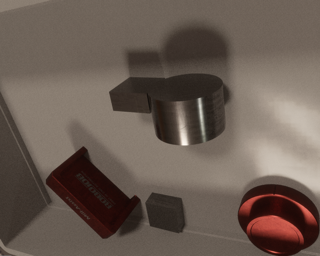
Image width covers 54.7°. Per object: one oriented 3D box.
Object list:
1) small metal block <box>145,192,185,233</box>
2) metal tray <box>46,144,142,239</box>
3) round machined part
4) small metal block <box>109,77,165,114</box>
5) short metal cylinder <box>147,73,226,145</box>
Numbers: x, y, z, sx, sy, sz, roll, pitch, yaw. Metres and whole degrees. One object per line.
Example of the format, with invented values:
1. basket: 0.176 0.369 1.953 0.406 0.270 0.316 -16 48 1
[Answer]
1. small metal block: 0.009 0.132 0.485 0.050 0.025 0.050 6 121 25
2. metal tray: -0.102 0.098 0.495 0.130 0.090 0.030 45 131 -2
3. round machined part: 0.149 0.123 0.395 0.098 0.042 0.097 13 124 20
4. small metal block: -0.025 -0.041 0.379 0.050 0.050 0.025 6 121 25
5. short metal cylinder: 0.030 -0.023 0.342 0.080 0.080 0.050 4 120 26
